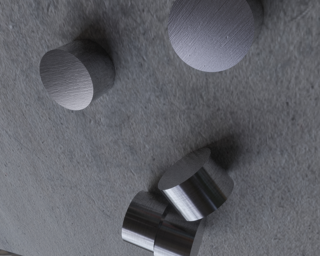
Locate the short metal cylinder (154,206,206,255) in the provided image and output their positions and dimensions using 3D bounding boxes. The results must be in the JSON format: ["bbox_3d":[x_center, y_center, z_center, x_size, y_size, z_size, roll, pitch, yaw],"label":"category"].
[{"bbox_3d":[0.031,0.159,0.452,0.050,0.080,0.079,14,124,20],"label":"short metal cylinder"}]

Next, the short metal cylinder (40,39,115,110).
[{"bbox_3d":[-0.106,-0.070,0.402,0.080,0.050,0.079,13,124,20],"label":"short metal cylinder"}]

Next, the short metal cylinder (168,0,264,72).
[{"bbox_3d":[0.054,-0.101,0.299,0.080,0.050,0.079,13,124,20],"label":"short metal cylinder"}]

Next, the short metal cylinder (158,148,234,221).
[{"bbox_3d":[0.045,0.069,0.390,0.080,0.080,0.050,-29,102,37],"label":"short metal cylinder"}]

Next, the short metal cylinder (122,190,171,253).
[{"bbox_3d":[-0.015,0.140,0.464,0.050,0.080,0.079,14,124,20],"label":"short metal cylinder"}]
